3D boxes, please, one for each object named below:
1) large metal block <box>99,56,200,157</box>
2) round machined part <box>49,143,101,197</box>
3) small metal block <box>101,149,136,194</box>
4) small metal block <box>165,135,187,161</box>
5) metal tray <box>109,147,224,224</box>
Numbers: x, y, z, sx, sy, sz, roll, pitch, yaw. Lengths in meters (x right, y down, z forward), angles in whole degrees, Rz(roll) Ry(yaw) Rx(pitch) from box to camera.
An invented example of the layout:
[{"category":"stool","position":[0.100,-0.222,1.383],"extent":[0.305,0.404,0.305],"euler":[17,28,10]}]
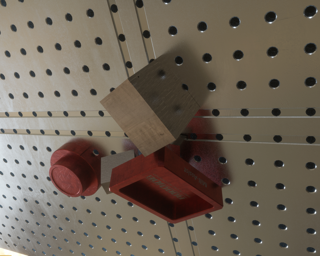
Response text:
[{"category":"large metal block","position":[-0.008,-0.027,0.362],"extent":[0.050,0.080,0.080],"euler":[-32,101,37]},{"category":"round machined part","position":[-0.146,0.077,0.523],"extent":[0.098,0.042,0.097],"euler":[13,124,20]},{"category":"small metal block","position":[-0.057,0.063,0.448],"extent":[0.050,0.050,0.025],"euler":[-14,131,2]},{"category":"small metal block","position":[0.009,0.034,0.426],"extent":[0.050,0.025,0.050],"euler":[10,123,22]},{"category":"metal tray","position":[0.011,0.080,0.408],"extent":[0.090,0.030,0.130],"euler":[-29,130,31]}]
